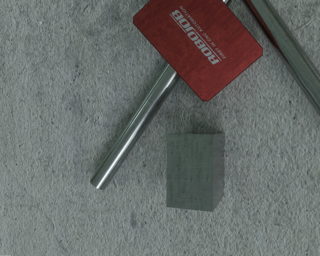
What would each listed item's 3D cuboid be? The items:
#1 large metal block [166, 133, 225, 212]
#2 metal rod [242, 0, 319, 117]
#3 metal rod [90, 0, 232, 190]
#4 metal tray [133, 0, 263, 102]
[{"bbox_3d":[0.045,0.046,0.364,0.050,0.080,0.079,1,90,20],"label":"large metal block"},{"bbox_3d":[0.182,-0.031,0.344,0.025,0.025,0.299,-33,80,17],"label":"metal rod"},{"bbox_3d":[-0.005,-0.041,0.409,0.025,0.025,0.299,38,102,16],"label":"metal rod"},{"bbox_3d":[0.044,-0.107,0.365,0.090,0.030,0.130,-41,96,10],"label":"metal tray"}]
